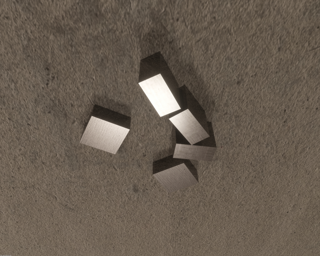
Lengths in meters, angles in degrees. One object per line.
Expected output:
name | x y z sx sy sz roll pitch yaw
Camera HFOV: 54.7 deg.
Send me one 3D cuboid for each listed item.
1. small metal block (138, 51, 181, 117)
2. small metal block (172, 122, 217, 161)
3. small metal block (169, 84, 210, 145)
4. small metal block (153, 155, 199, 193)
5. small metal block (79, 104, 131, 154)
small metal block | 0.000 -0.050 0.349 0.025 0.050 0.050 -21 127 17
small metal block | 0.043 0.015 0.404 0.050 0.050 0.025 6 130 -6
small metal block | 0.035 -0.016 0.378 0.025 0.050 0.050 -28 125 21
small metal block | 0.024 0.067 0.465 0.050 0.025 0.050 -23 127 18
small metal block | -0.072 0.003 0.408 0.050 0.025 0.050 21 127 -17
